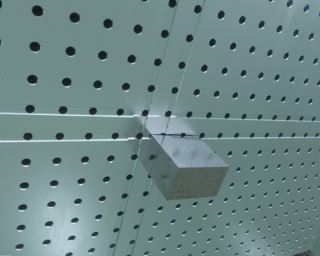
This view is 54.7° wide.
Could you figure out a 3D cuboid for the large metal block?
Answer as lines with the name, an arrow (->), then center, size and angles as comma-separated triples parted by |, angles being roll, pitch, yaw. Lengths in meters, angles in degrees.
large metal block -> 0.033, 0.052, 0.427 | 0.081, 0.080, 0.050 | 3, 117, -30
